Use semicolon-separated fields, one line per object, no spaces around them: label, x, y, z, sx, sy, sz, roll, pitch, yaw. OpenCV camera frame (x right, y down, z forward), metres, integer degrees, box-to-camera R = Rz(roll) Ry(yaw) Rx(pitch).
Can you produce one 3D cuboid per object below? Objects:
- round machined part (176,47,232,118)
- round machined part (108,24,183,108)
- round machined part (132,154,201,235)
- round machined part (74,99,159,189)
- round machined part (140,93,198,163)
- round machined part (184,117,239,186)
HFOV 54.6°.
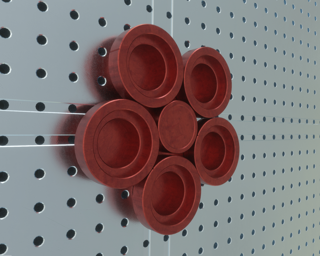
round machined part;0.055;-0.063;0.442;0.099;0.042;0.097;0;90;-40
round machined part;-0.021;-0.073;0.379;0.099;0.042;0.097;0;90;-40
round machined part;0.004;0.083;0.400;0.099;0.042;0.097;0;90;-40
round machined part;-0.052;0.017;0.353;0.099;0.042;0.097;0;90;-40
round machined part;0.011;-0.001;0.406;0.099;0.042;0.097;0;90;-40
round machined part;0.070;0.033;0.455;0.099;0.042;0.097;0;90;-40
